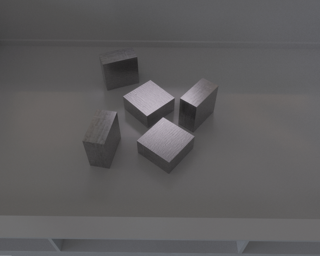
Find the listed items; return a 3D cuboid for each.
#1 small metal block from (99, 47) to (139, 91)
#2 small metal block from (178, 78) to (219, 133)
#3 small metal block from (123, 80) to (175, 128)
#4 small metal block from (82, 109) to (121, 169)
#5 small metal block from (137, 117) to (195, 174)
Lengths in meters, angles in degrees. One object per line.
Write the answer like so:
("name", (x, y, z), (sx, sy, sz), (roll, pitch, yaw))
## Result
("small metal block", (-0.060, -0.088, 0.462), (0.050, 0.050, 0.025), (-16, 52, -13))
("small metal block", (0.051, -0.030, 0.415), (0.025, 0.050, 0.050), (32, 57, 24))
("small metal block", (-0.015, -0.034, 0.434), (0.050, 0.025, 0.050), (-35, 58, -26))
("small metal block", (-0.069, 0.013, 0.377), (0.025, 0.050, 0.050), (9, 51, 7))
("small metal block", (0.007, 0.021, 0.387), (0.050, 0.025, 0.050), (32, 57, 24))
